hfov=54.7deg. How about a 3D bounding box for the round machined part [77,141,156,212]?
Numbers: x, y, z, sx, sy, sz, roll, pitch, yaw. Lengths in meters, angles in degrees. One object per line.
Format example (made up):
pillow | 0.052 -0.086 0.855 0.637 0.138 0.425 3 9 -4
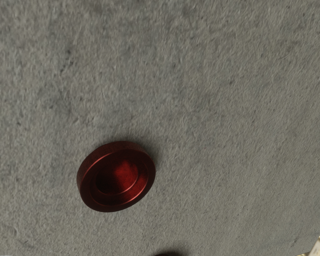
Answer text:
round machined part | -0.058 0.058 0.401 0.099 0.042 0.097 -14 125 -21
